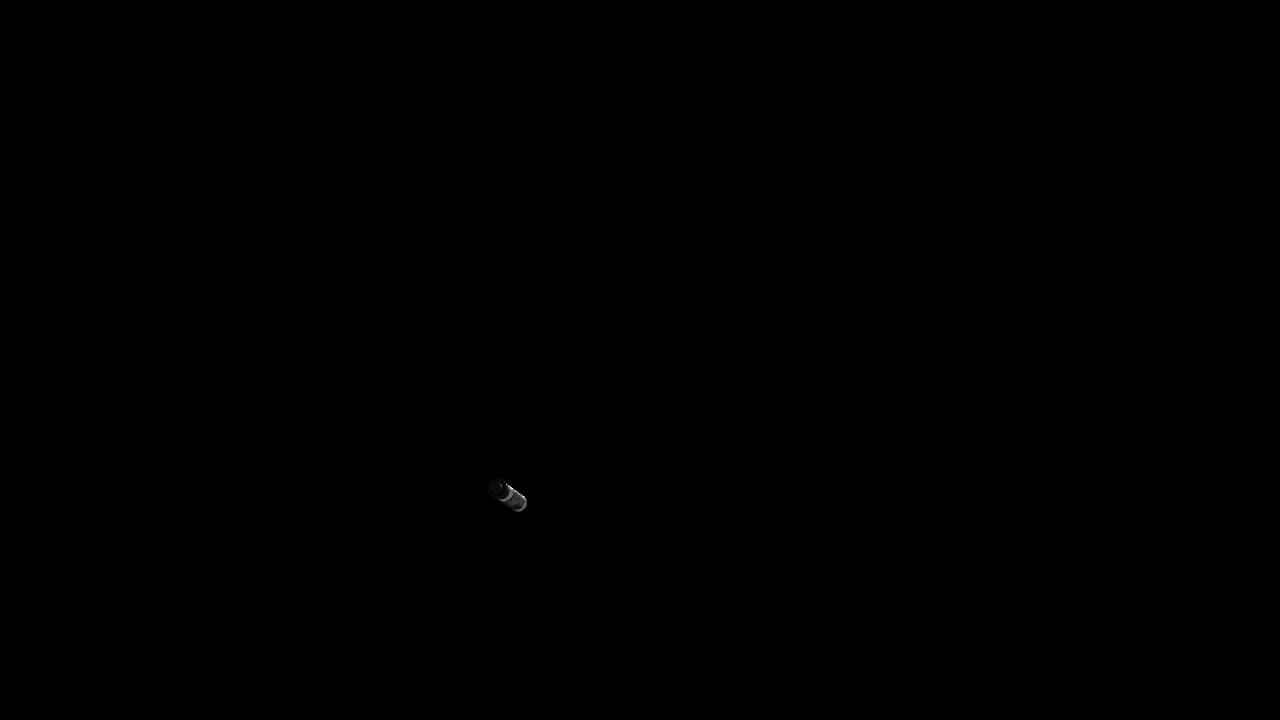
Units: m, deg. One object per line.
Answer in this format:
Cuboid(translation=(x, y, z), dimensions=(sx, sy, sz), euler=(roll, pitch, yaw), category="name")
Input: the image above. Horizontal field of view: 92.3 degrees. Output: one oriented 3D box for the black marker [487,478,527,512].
Cuboid(translation=(-0.137, 0.142, 0.641), dimensions=(0.020, 0.020, 0.121), euler=(0, -20, 0), category="black marker")
